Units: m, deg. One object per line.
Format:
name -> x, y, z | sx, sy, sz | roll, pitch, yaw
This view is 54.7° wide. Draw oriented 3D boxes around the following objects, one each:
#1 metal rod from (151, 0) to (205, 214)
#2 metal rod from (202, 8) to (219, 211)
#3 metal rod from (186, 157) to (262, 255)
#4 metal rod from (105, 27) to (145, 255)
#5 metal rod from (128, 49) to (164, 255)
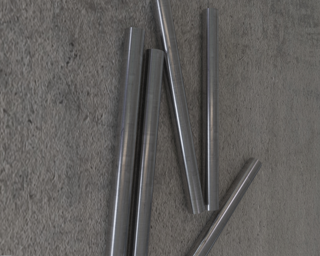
metal rod -> 0.026, -0.026, 0.426 | 0.025, 0.025, 0.298 | -17, 101, -39
metal rod -> 0.076, -0.027, 0.468 | 0.025, 0.025, 0.298 | 0, 90, -40
metal rod -> 0.079, 0.158, 0.470 | 0.301, 0.025, 0.025 | -48, 119, -29
metal rod -> -0.042, 0.030, 0.369 | 0.025, 0.025, 0.298 | 8, 85, -40
metal rod -> -0.019, 0.050, 0.388 | 0.025, 0.025, 0.298 | 8, 85, -40
